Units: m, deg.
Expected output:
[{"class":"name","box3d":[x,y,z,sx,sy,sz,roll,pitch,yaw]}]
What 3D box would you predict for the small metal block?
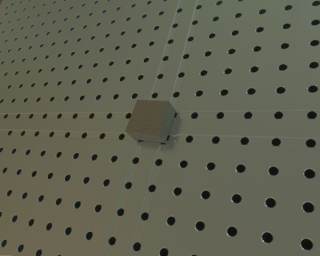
[{"class":"small metal block","box3d":[-0.012,-0.010,0.419,0.050,0.025,0.050,5,64,30]}]
